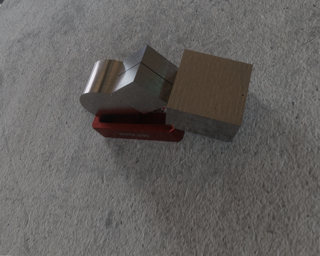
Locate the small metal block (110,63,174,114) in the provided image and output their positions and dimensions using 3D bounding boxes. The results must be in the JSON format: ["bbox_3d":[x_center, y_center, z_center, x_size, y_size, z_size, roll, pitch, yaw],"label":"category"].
[{"bbox_3d":[-0.021,-0.044,0.359,0.050,0.050,0.025,-17,49,51],"label":"small metal block"}]

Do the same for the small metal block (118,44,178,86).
[{"bbox_3d":[-0.013,-0.066,0.370,0.050,0.050,0.025,-17,49,51],"label":"small metal block"}]

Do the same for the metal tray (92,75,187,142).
[{"bbox_3d":[-0.023,-0.030,0.433,0.130,0.030,0.090,2,63,29],"label":"metal tray"}]

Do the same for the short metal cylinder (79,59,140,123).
[{"bbox_3d":[-0.060,-0.046,0.413,0.080,0.080,0.050,1,63,29],"label":"short metal cylinder"}]

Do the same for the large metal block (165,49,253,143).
[{"bbox_3d":[0.056,-0.037,0.364,0.080,0.050,0.080,15,67,6],"label":"large metal block"}]
